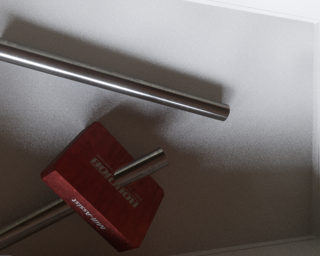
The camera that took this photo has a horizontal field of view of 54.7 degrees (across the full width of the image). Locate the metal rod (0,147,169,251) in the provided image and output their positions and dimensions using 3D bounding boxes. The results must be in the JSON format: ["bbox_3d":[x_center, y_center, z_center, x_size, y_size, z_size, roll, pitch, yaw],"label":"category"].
[{"bbox_3d":[-0.128,0.098,0.345,0.302,0.025,0.025,-26,99,-12],"label":"metal rod"}]

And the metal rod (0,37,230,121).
[{"bbox_3d":[-0.045,-0.055,0.394,0.302,0.025,0.025,14,86,-20],"label":"metal rod"}]

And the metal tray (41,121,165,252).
[{"bbox_3d":[-0.059,0.067,0.361,0.130,0.030,0.090,49,38,-14],"label":"metal tray"}]
